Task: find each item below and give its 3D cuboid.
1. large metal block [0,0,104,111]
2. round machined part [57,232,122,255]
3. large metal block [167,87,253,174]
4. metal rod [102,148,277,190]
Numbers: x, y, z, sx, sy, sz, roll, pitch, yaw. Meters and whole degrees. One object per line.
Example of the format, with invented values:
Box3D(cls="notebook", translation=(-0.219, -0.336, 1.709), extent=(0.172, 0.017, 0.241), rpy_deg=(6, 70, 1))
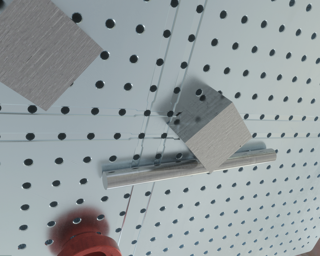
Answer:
Box3D(cls="large metal block", translation=(-0.115, -0.076, 0.285), extent=(0.080, 0.050, 0.080), rpy_deg=(-46, 129, 4))
Box3D(cls="round machined part", translation=(-0.109, 0.196, 0.462), extent=(0.099, 0.042, 0.097), rpy_deg=(-14, 124, -21))
Box3D(cls="large metal block", translation=(0.072, 0.004, 0.437), extent=(0.080, 0.050, 0.080), rpy_deg=(-41, 130, 0))
Box3D(cls="metal rod", translation=(0.061, 0.059, 0.481), extent=(0.303, 0.025, 0.025), rpy_deg=(-5, 121, -26))
